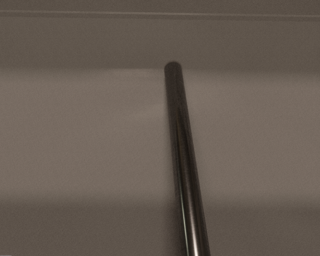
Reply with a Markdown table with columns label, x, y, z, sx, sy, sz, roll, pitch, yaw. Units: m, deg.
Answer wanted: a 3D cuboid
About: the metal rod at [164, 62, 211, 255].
| label | x | y | z | sx | sy | sz | roll | pitch | yaw |
| --- | --- | --- | --- | --- | --- | --- | --- | --- | --- |
| metal rod | 0.025 | 0.023 | 0.337 | 0.025 | 0.025 | 0.300 | -2 | 45 | -1 |
